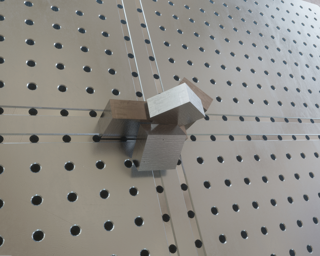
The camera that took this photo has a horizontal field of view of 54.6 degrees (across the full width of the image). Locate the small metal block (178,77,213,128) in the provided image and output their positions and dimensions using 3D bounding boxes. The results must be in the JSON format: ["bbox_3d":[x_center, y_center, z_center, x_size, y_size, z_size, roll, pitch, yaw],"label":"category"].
[{"bbox_3d":[0.037,-0.034,0.432,0.050,0.050,0.025,37,50,-4],"label":"small metal block"}]

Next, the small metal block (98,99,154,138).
[{"bbox_3d":[-0.042,-0.010,0.374,0.050,0.050,0.025,1,62,-27],"label":"small metal block"}]

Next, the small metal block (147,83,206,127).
[{"bbox_3d":[0.020,-0.024,0.372,0.050,0.050,0.025,34,39,-56],"label":"small metal block"}]

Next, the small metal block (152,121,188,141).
[{"bbox_3d":[0.004,-0.003,0.411,0.050,0.025,0.050,2,61,-28],"label":"small metal block"}]

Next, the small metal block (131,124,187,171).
[{"bbox_3d":[-0.002,0.023,0.373,0.050,0.050,0.025,1,30,-27],"label":"small metal block"}]
